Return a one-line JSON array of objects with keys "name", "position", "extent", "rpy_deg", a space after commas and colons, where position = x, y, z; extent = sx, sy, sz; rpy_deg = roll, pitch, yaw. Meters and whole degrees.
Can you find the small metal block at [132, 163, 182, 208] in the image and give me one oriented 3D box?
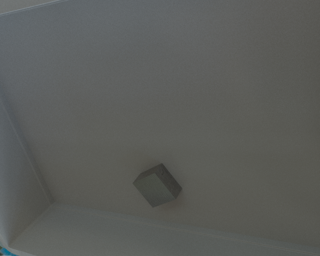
[{"name": "small metal block", "position": [-0.004, 0.087, 0.465], "extent": [0.050, 0.025, 0.050], "rpy_deg": [-31, 102, 38]}]
